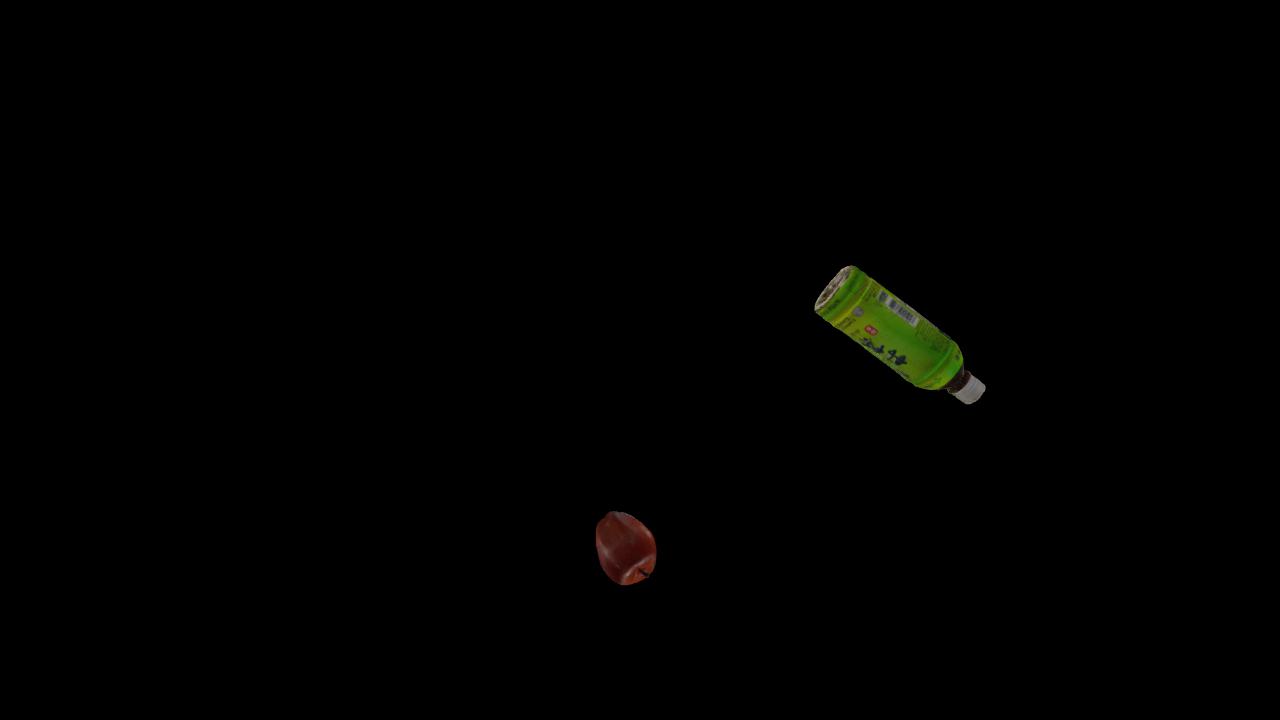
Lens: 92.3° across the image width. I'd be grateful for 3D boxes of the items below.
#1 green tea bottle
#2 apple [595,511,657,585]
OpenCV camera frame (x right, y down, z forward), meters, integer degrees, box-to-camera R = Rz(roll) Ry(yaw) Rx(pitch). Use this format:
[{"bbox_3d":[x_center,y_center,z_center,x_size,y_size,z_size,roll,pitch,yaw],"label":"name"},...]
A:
[{"bbox_3d":[0.307,-0.023,0.716,0.212,0.073,0.073,36,1,2],"label":"green tea bottle"},{"bbox_3d":[-0.018,0.241,0.788,0.079,0.079,0.093,0,40,-46],"label":"apple"}]
